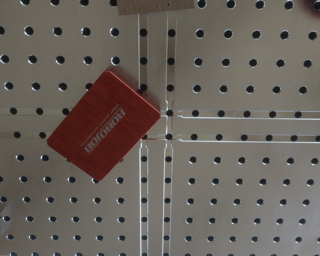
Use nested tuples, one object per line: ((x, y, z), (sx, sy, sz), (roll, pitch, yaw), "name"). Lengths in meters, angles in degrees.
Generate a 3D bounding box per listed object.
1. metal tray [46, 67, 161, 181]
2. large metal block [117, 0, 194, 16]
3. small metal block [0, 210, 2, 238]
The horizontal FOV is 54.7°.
((-0.073, -0.003, 0.409), (0.090, 0.030, 0.130), (40, 105, -14), "metal tray")
((-0.008, -0.169, 0.338), (0.080, 0.050, 0.079), (-5, 110, 2), "large metal block")
((-0.270, 0.148, 0.466), (0.050, 0.025, 0.050), (11, 110, -4), "small metal block")
